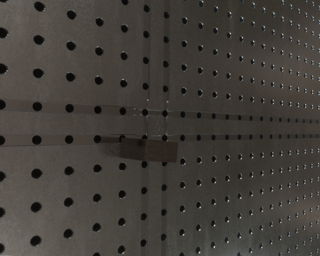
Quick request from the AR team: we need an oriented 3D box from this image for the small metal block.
[{"bbox_3d":[-0.014,0.027,0.383,0.050,0.050,0.025,8,85,-40],"label":"small metal block"}]
